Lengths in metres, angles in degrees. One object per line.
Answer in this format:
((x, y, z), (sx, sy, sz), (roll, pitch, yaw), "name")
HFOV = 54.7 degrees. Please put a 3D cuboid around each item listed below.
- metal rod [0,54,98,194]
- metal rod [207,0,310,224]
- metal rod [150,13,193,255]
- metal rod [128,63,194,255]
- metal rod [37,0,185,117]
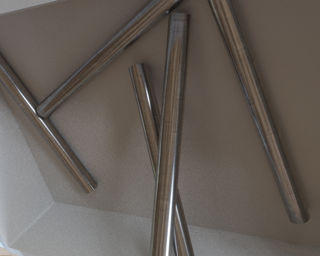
((-0.198, -0.016, 0.502), (0.025, 0.025, 0.299), (-23, 106, 36), "metal rod")
((0.111, -0.017, 0.339), (0.025, 0.025, 0.299), (-13, 112, 33), "metal rod")
((0.010, 0.030, 0.342), (0.025, 0.025, 0.298), (7, 96, 24), "metal rod")
((0.008, 0.070, 0.373), (0.025, 0.025, 0.298), (-15, 88, 34), "metal rod")
((-0.078, -0.086, 0.396), (0.299, 0.025, 0.025), (-29, 102, 37), "metal rod")
